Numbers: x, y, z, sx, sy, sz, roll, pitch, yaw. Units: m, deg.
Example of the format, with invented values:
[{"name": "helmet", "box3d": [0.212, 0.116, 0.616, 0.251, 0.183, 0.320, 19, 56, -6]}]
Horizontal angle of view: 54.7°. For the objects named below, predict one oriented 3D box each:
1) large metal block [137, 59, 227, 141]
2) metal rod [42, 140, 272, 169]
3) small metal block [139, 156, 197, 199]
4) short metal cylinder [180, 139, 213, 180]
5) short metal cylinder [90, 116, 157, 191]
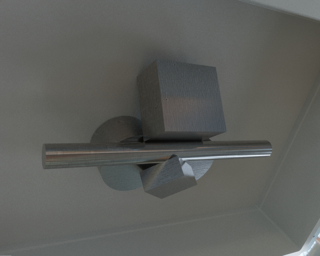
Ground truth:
[{"name": "large metal block", "box3d": [0.024, -0.028, 0.361, 0.081, 0.050, 0.080, 1, 75, -29]}, {"name": "metal rod", "box3d": [0.020, 0.029, 0.372, 0.303, 0.025, 0.025, 1, 118, -29]}, {"name": "small metal block", "box3d": [0.011, 0.061, 0.373, 0.050, 0.025, 0.050, -25, 151, 13]}, {"name": "short metal cylinder", "box3d": [0.028, 0.033, 0.429, 0.081, 0.050, 0.079, -14, 125, -21]}, {"name": "short metal cylinder", "box3d": [-0.042, 0.032, 0.389, 0.081, 0.050, 0.079, -14, 125, -21]}]
